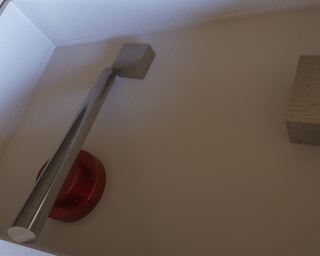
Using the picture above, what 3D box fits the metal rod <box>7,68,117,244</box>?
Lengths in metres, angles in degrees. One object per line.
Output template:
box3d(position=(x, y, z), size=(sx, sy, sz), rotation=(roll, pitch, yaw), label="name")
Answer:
box3d(position=(-0.100, 0.002, 0.383), size=(0.025, 0.025, 0.300), rotation=(-16, 33, 19), label="metal rod")

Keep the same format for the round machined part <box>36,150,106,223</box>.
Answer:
box3d(position=(-0.126, 0.072, 0.414), size=(0.098, 0.042, 0.098), rotation=(-13, 56, 20), label="round machined part")

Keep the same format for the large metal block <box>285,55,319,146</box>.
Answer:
box3d(position=(0.179, -0.026, 0.312), size=(0.080, 0.050, 0.080), rotation=(8, 66, 31), label="large metal block")

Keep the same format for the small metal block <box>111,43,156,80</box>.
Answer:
box3d(position=(-0.042, -0.106, 0.491), size=(0.050, 0.025, 0.050), rotation=(11, 67, 32), label="small metal block")
